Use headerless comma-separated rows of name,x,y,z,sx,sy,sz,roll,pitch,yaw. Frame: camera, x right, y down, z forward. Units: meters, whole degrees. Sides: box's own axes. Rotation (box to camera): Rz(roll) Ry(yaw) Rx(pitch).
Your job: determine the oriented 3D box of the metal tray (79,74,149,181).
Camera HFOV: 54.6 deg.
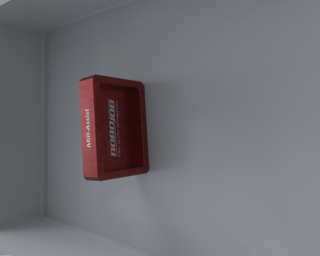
metal tray,-0.059,0.000,0.414,0.030,0.091,0.129,-6,86,40
